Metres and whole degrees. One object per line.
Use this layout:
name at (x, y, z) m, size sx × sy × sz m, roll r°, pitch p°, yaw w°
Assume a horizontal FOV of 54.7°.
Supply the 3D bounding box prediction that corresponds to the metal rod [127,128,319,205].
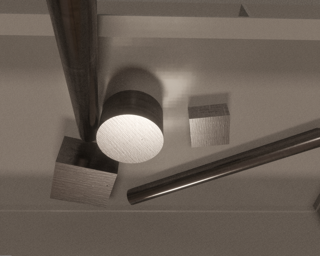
metal rod at (0.087, 0.062, 0.463) m, size 0.301 × 0.025 × 0.025 m, roll -21°, pitch 127°, yaw 16°

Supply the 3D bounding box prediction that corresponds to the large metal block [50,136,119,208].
large metal block at (-0.107, 0.065, 0.446) m, size 0.081 × 0.050 × 0.079 m, roll 14°, pitch 129°, yaw -12°

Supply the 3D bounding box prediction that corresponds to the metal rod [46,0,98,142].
metal rod at (-0.068, -0.033, 0.276) m, size 0.025 × 0.025 × 0.299 m, roll 9°, pitch 163°, yaw -8°

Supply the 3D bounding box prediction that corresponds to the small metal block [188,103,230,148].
small metal block at (0.064, -0.003, 0.408) m, size 0.050 × 0.025 × 0.050 m, roll -6°, pitch 130°, yaw 4°

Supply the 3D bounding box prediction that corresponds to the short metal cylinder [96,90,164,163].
short metal cylinder at (-0.036, -0.001, 0.391) m, size 0.081 × 0.050 × 0.079 m, roll -1°, pitch 130°, yaw 0°
